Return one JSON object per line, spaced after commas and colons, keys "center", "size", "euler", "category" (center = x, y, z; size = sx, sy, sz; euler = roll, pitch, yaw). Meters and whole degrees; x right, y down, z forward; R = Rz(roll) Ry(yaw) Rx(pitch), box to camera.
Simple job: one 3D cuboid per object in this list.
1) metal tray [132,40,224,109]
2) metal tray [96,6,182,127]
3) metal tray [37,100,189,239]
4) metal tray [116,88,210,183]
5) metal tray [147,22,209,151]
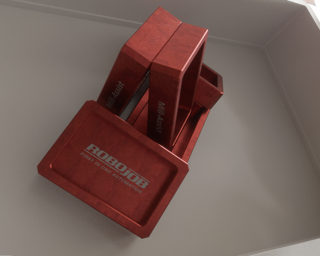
{"center": [0.030, -0.088, 0.450], "size": [0.130, 0.030, 0.090], "euler": [34, 26, -6], "category": "metal tray"}
{"center": [-0.031, -0.065, 0.359], "size": [0.030, 0.129, 0.090], "euler": [34, 51, -5], "category": "metal tray"}
{"center": [-0.046, 0.043, 0.328], "size": [0.130, 0.030, 0.090], "euler": [35, 75, -6], "category": "metal tray"}
{"center": [0.005, -0.003, 0.406], "size": [0.090, 0.030, 0.130], "euler": [34, 51, -6], "category": "metal tray"}
{"center": [0.018, -0.041, 0.357], "size": [0.030, 0.129, 0.090], "euler": [20, 50, 12], "category": "metal tray"}
